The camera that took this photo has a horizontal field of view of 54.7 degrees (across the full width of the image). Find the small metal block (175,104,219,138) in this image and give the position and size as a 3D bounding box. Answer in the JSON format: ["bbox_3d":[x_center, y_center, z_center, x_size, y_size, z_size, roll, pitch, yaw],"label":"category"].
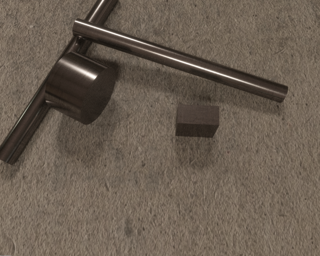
[{"bbox_3d":[0.047,-0.008,0.398,0.050,0.050,0.025,3,70,1],"label":"small metal block"}]

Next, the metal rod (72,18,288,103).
[{"bbox_3d":[0.027,-0.093,0.428,0.302,0.025,0.025,18,71,0],"label":"metal rod"}]

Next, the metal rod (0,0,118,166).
[{"bbox_3d":[-0.136,-0.086,0.437,0.025,0.025,0.300,23,71,8],"label":"metal rod"}]

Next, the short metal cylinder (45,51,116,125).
[{"bbox_3d":[-0.099,-0.051,0.396,0.050,0.080,0.080,26,72,9],"label":"short metal cylinder"}]
